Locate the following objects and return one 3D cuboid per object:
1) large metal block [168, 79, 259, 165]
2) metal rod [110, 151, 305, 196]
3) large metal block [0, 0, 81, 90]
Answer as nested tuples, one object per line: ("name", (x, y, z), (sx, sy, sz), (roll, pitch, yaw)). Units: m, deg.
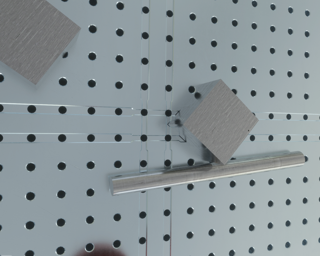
("large metal block", (0.073, -0.008, 0.426), (0.080, 0.050, 0.080), (44, 76, -15))
("metal rod", (0.080, 0.061, 0.442), (0.303, 0.025, 0.025), (-5, 92, -20))
("large metal block", (-0.148, -0.101, 0.345), (0.080, 0.050, 0.080), (37, 78, -17))
